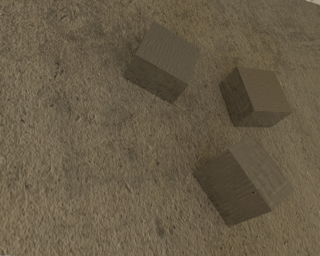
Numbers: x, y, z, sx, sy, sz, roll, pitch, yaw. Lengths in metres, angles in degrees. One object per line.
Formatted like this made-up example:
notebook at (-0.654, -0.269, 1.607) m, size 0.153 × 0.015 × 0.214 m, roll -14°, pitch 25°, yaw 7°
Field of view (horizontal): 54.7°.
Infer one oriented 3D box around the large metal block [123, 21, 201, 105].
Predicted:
large metal block at (0.004, -0.094, 0.447) m, size 0.080 × 0.050 × 0.080 m, roll 28°, pitch 52°, yaw -10°

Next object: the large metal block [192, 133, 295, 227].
large metal block at (0.099, 0.066, 0.381) m, size 0.050 × 0.080 × 0.080 m, roll -24°, pitch 75°, yaw -37°

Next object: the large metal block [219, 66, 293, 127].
large metal block at (0.152, -0.048, 0.499) m, size 0.081 × 0.050 × 0.080 m, roll 1°, pitch 62°, yaw -28°
